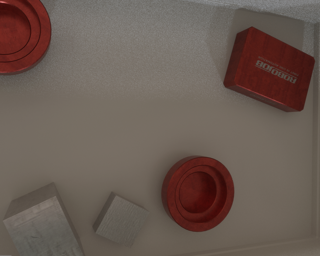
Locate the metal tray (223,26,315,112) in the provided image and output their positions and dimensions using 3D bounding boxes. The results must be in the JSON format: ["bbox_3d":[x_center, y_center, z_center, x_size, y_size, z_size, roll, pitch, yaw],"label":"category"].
[{"bbox_3d":[0.169,-0.086,0.472,0.131,0.030,0.090,18,84,-20],"label":"metal tray"}]

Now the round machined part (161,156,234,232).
[{"bbox_3d":[0.048,0.086,0.421,0.099,0.042,0.097,0,90,-21],"label":"round machined part"}]

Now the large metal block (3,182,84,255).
[{"bbox_3d":[-0.123,0.112,0.337,0.050,0.080,0.080,-24,99,-19],"label":"large metal block"}]

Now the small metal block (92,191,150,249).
[{"bbox_3d":[-0.049,0.116,0.393,0.050,0.025,0.050,31,80,-18],"label":"small metal block"}]

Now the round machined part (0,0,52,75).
[{"bbox_3d":[-0.171,-0.106,0.338,0.099,0.042,0.097,0,90,-21],"label":"round machined part"}]
